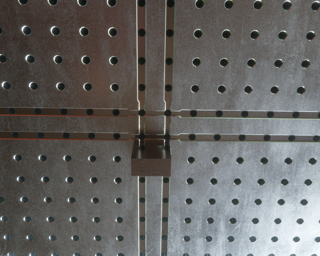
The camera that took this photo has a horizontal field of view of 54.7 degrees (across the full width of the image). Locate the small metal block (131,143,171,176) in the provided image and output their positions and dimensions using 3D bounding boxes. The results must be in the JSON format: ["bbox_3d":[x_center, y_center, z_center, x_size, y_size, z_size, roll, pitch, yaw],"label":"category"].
[{"bbox_3d":[-0.011,0.041,0.415,0.050,0.050,0.025,1,110,-1],"label":"small metal block"}]
